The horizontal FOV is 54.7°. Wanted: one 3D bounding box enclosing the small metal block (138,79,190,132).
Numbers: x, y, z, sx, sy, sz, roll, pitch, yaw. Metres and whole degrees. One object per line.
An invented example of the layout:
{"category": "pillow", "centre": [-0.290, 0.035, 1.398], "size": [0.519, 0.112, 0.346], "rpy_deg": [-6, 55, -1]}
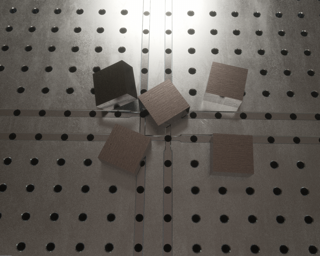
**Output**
{"category": "small metal block", "centre": [0.005, -0.031, 0.423], "size": [0.050, 0.025, 0.050], "rpy_deg": [-32, 73, -11]}

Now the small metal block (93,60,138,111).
{"category": "small metal block", "centre": [-0.061, -0.056, 0.420], "size": [0.050, 0.025, 0.050], "rpy_deg": [-19, 69, 24]}

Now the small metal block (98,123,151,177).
{"category": "small metal block", "centre": [-0.044, 0.029, 0.401], "size": [0.050, 0.025, 0.050], "rpy_deg": [23, 71, 7]}

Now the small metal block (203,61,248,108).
{"category": "small metal block", "centre": [0.092, -0.061, 0.435], "size": [0.050, 0.025, 0.050], "rpy_deg": [14, 70, 4]}

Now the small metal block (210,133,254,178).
{"category": "small metal block", "centre": [0.092, 0.036, 0.400], "size": [0.050, 0.025, 0.050], "rpy_deg": [4, 70, 1]}
